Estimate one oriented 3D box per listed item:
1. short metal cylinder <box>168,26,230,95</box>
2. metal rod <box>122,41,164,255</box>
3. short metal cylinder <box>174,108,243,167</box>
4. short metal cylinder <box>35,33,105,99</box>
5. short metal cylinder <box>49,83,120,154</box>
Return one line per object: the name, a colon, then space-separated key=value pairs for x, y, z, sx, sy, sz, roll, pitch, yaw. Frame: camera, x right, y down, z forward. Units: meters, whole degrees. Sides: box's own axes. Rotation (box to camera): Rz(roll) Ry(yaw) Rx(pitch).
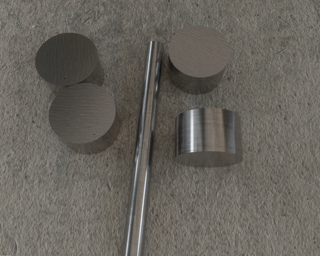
short metal cylinder: x=0.052 y=-0.093 z=0.429 sx=0.081 sy=0.050 sz=0.080 roll=0 pitch=70 yaw=0
metal rod: x=-0.020 y=0.020 z=0.400 sx=0.025 sy=0.025 sz=0.299 roll=5 pitch=70 yaw=2
short metal cylinder: x=0.058 y=0.015 z=0.374 sx=0.081 sy=0.080 sz=0.050 roll=2 pitch=70 yaw=0
short metal cylinder: x=-0.121 y=-0.082 z=0.424 sx=0.081 sy=0.050 sz=0.080 roll=0 pitch=70 yaw=0
short metal cylinder: x=-0.094 y=-0.011 z=0.398 sx=0.081 sy=0.050 sz=0.080 roll=0 pitch=70 yaw=0
